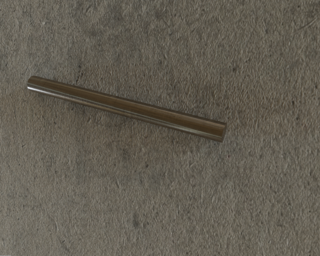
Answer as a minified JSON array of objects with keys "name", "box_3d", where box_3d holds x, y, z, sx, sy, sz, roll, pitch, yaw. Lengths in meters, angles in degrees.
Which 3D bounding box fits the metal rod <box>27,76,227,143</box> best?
[{"name":"metal rod","box_3d":[-0.058,-0.031,0.429,0.301,0.025,0.025,15,95,19]}]
